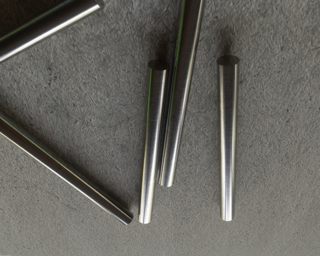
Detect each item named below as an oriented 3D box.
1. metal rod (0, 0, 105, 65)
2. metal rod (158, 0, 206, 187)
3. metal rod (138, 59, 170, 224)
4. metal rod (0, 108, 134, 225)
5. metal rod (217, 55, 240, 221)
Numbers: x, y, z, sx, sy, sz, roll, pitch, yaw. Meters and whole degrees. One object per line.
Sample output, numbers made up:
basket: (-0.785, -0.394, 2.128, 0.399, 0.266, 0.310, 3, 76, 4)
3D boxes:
metal rod: (-0.195, -0.075, 0.341, 0.300, 0.025, 0.025, -21, 127, 17)
metal rod: (0.022, -0.033, 0.379, 0.025, 0.025, 0.298, 3, 130, -3)
metal rod: (-0.014, 0.042, 0.442, 0.025, 0.025, 0.298, 4, 130, -3)
metal rod: (-0.140, 0.064, 0.459, 0.025, 0.025, 0.300, -27, 125, 21)
metal rod: (0.096, 0.037, 0.439, 0.025, 0.025, 0.298, -6, 130, 5)
